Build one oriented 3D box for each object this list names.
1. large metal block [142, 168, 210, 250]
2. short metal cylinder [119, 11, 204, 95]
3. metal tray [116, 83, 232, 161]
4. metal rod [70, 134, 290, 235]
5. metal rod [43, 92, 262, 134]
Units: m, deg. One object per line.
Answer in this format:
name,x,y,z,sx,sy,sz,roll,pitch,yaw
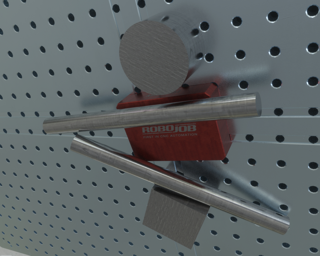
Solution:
large metal block,0.027,0.117,0.453,0.080,0.050,0.079,24,127,13
short metal cylinder,0.003,-0.083,0.342,0.080,0.050,0.079,13,124,21
metal tray,0.017,-0.003,0.397,0.130,0.030,0.090,-4,116,30
metal rod,0.023,0.074,0.415,0.301,0.025,0.025,21,127,4
metal rod,-0.032,-0.013,0.380,0.300,0.025,0.025,-5,116,30
